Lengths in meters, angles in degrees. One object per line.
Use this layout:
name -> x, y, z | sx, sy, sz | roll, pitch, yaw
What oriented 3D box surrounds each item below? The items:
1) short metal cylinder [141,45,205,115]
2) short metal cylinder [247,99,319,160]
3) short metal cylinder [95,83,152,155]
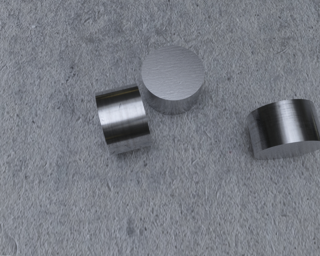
short metal cylinder -> 0.017, -0.063, 0.418 | 0.081, 0.050, 0.080 | 0, 70, 0
short metal cylinder -> 0.152, 0.004, 0.378 | 0.081, 0.080, 0.050 | -5, 70, -2
short metal cylinder -> -0.044, -0.011, 0.382 | 0.050, 0.080, 0.080 | -14, 71, -5
